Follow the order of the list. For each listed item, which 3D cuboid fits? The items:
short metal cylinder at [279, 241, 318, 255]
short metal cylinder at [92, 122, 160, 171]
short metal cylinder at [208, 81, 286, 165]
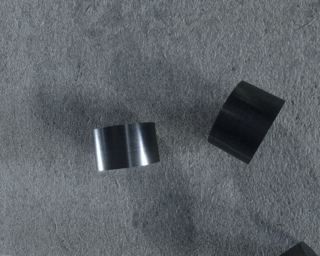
[{"bbox_3d":[0.155,0.169,0.325,0.050,0.080,0.080,-42,77,15],"label":"short metal cylinder"},{"bbox_3d":[-0.043,0.023,0.395,0.080,0.080,0.050,-9,87,20],"label":"short metal cylinder"},{"bbox_3d":[0.096,-0.006,0.346,0.050,0.080,0.080,30,100,17],"label":"short metal cylinder"}]
